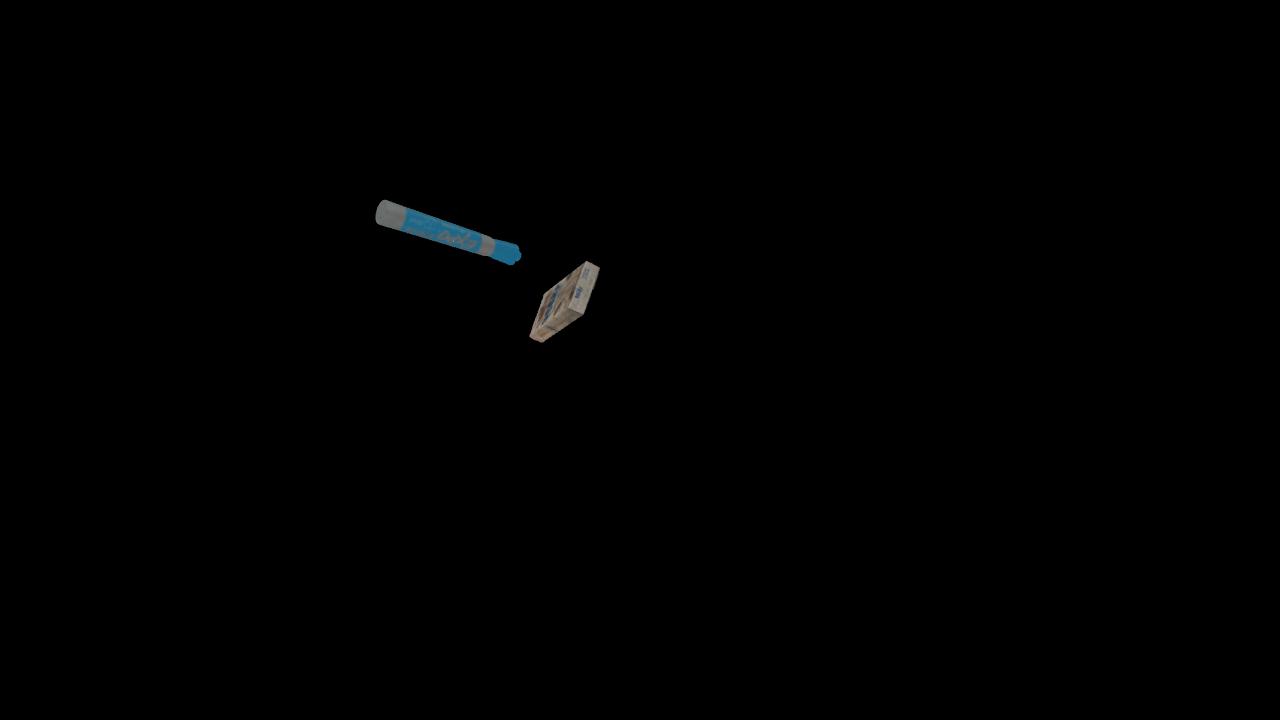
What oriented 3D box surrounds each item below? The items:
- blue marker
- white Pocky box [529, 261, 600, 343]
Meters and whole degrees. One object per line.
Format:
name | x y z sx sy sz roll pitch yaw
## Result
blue marker | -0.146 -0.098 0.488 0.020 0.020 0.121 0 -9 44
white Pocky box | -0.115 -0.084 0.921 0.028 0.084 0.154 26 -25 -24
